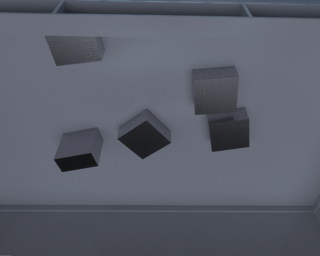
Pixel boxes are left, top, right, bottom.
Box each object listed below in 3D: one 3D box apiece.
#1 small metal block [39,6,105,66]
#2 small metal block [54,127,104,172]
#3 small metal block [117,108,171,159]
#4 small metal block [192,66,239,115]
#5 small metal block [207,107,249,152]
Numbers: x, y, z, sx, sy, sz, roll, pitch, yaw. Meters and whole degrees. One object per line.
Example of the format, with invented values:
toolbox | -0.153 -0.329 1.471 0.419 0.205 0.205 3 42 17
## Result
small metal block | -0.090 -0.096 0.326 0.050 0.025 0.050 -6 130 4
small metal block | -0.107 0.029 0.415 0.050 0.050 0.025 -10 130 8
small metal block | -0.021 0.009 0.417 0.050 0.025 0.050 -32 124 24
small metal block | 0.066 -0.045 0.372 0.050 0.025 0.050 -4 130 3
small metal block | 0.091 0.003 0.413 0.050 0.025 0.050 -8 130 6
